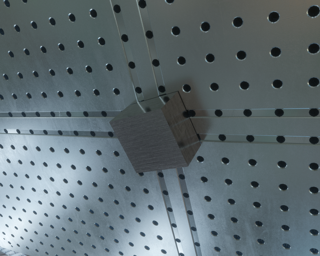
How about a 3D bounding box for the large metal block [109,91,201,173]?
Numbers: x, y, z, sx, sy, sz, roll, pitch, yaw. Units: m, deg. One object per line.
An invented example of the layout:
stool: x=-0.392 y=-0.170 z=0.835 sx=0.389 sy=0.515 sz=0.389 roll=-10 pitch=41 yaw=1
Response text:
large metal block: x=-0.005 y=0.008 z=0.402 sx=0.080 sy=0.050 sz=0.080 roll=-13 pitch=112 yaw=33
